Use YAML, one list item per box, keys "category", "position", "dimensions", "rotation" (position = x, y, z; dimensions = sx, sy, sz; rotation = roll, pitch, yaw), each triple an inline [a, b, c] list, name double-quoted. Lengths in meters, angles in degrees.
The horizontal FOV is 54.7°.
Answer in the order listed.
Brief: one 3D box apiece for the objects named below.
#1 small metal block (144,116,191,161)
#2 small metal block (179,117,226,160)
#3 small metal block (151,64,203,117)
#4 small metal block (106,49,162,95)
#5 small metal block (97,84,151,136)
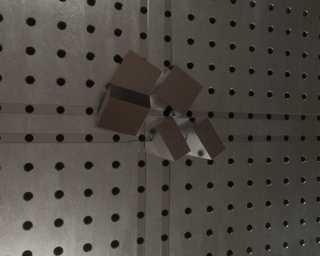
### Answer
- category: "small metal block"
  position: [0.008, 0.013, 0.404]
  dimensions: [0.025, 0.050, 0.050]
  rotation: [-31, 101, -17]
- category: "small metal block"
  position: [0.055, 0.013, 0.421]
  dimensions: [0.025, 0.050, 0.050]
  rotation: [-36, 102, -17]
- category: "small metal block"
  position: [0.022, -0.050, 0.422]
  dimensions: [0.050, 0.025, 0.050]
  rotation: [36, 78, -17]
- category: "small metal block"
  position: [-0.034, -0.065, 0.401]
  dimensions: [0.050, 0.025, 0.050]
  rotation: [33, 79, -18]
- category: "small metal block"
  position: [-0.045, -0.021, 0.382]
  dimensions: [0.050, 0.050, 0.025]
  rotation: [15, 40, -20]
